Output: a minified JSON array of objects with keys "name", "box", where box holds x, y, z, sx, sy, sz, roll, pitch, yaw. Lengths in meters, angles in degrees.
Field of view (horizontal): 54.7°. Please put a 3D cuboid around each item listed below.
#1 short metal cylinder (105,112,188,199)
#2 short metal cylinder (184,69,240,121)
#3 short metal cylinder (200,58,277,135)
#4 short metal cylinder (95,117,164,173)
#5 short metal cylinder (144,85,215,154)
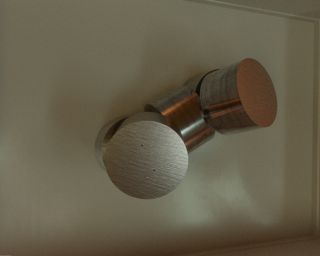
[{"name":"short metal cylinder","box":[-0.013,0.027,0.323,0.081,0.050,0.079,0,102,0]},{"name":"short metal cylinder","box":[0.072,-0.037,0.423,0.081,0.050,0.079,0,90,-21]},{"name":"short metal cylinder","box":[0.093,-0.035,0.362,0.081,0.050,0.080,13,70,-39]},{"name":"short metal cylinder","box":[-0.036,0.026,0.383,0.081,0.050,0.079,0,90,-21]},{"name":"short metal cylinder","box":[0.023,-0.007,0.389,0.050,0.080,0.080,-31,101,-17]}]
